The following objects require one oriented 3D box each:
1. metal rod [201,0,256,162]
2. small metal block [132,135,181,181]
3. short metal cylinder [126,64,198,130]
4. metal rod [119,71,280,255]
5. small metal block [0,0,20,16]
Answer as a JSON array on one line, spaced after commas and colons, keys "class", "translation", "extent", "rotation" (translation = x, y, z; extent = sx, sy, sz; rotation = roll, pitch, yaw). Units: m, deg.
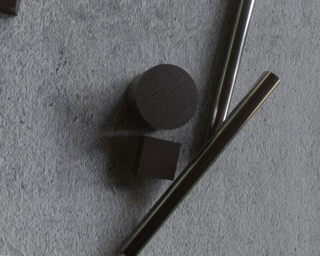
[{"class": "metal rod", "translation": [0.104, -0.100, 0.447], "extent": [0.025, 0.025, 0.299], "rotation": [17, 84, -19]}, {"class": "small metal block", "translation": [-0.005, 0.039, 0.407], "extent": [0.050, 0.025, 0.050], "rotation": [13, 86, -20]}, {"class": "short metal cylinder", "translation": [0.001, -0.038, 0.396], "extent": [0.081, 0.050, 0.079], "rotation": [0, 90, -20]}, {"class": "metal rod", "translation": [0.055, 0.045, 0.406], "extent": [0.025, 0.025, 0.300], "rotation": [42, 85, -16]}, {"class": "small metal block", "translation": [-0.181, -0.159, 0.342], "extent": [0.050, 0.025, 0.050], "rotation": [10, 87, -20]}]
